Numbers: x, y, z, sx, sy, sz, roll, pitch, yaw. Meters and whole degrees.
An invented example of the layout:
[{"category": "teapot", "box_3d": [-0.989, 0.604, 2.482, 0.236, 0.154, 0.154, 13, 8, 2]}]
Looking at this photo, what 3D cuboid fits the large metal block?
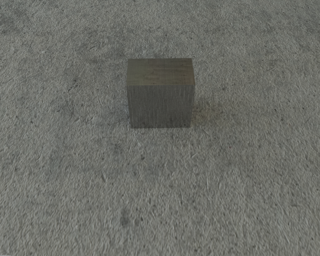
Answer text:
[{"category": "large metal block", "box_3d": [0.000, -0.044, 0.406, 0.081, 0.080, 0.050, -1, 50, -1]}]
